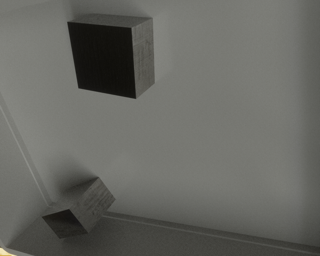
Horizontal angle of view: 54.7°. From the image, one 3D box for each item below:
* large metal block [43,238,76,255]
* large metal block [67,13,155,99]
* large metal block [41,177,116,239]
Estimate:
[{"bbox_3d":[-0.244,0.303,0.688,0.050,0.080,0.080,42,129,-1],"label":"large metal block"},{"bbox_3d":[-0.054,-0.087,0.366,0.080,0.050,0.079,12,124,21],"label":"large metal block"},{"bbox_3d":[-0.137,0.136,0.527,0.080,0.080,0.050,-23,106,36],"label":"large metal block"}]
